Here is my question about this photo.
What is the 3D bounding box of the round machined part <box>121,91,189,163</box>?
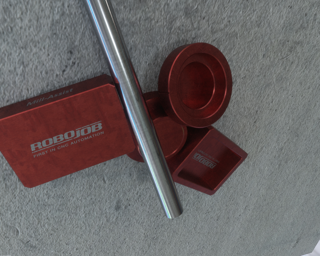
[{"bbox_3d":[-0.004,0.005,0.399,0.099,0.042,0.097,-14,124,-21],"label":"round machined part"}]

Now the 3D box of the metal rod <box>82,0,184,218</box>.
[{"bbox_3d":[-0.026,-0.022,0.337,0.025,0.025,0.298,-25,114,-13],"label":"metal rod"}]

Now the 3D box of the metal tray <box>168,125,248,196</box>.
[{"bbox_3d":[0.068,0.047,0.457,0.090,0.030,0.130,-51,139,8],"label":"metal tray"}]

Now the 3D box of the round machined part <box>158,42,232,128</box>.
[{"bbox_3d":[0.037,-0.051,0.373,0.099,0.042,0.097,-6,100,-34],"label":"round machined part"}]

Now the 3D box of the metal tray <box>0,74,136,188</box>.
[{"bbox_3d":[-0.101,0.004,0.338,0.131,0.030,0.090,-20,124,-6],"label":"metal tray"}]
